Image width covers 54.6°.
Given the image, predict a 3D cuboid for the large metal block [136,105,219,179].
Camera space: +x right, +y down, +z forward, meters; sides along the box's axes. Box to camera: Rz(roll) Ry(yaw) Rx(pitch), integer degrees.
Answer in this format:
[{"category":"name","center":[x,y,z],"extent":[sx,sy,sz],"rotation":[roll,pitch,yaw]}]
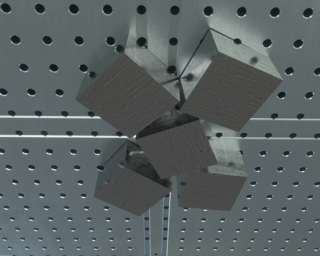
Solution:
[{"category":"large metal block","center":[0.023,0.014,0.406],"extent":[0.080,0.050,0.080],"rotation":[-18,128,14]}]

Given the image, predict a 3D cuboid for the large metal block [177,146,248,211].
[{"category":"large metal block","center":[0.073,0.076,0.460],"extent":[0.080,0.050,0.079],"rotation":[6,130,-6]}]

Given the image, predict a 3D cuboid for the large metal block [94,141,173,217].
[{"category":"large metal block","center":[-0.039,0.077,0.458],"extent":[0.080,0.050,0.080],"rotation":[31,123,-23]}]

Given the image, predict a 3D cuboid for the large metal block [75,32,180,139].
[{"category":"large metal block","center":[-0.035,-0.046,0.355],"extent":[0.080,0.050,0.080],"rotation":[-36,121,27]}]

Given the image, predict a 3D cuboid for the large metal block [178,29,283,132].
[{"category":"large metal block","center":[0.074,-0.051,0.351],"extent":[0.080,0.050,0.080],"rotation":[18,128,-19]}]
